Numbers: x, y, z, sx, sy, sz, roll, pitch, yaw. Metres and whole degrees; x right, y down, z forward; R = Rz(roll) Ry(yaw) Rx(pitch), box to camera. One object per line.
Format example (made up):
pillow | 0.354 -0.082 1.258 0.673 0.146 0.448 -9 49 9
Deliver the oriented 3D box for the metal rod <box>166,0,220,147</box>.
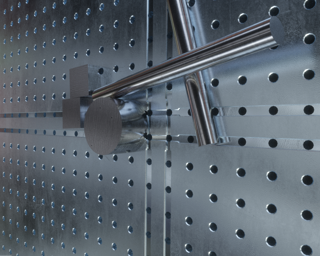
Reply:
metal rod | 0.028 -0.125 0.386 0.025 0.025 0.299 -19 78 38

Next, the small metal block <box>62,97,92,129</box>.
small metal block | -0.140 -0.024 0.525 0.050 0.025 0.050 -2 89 40

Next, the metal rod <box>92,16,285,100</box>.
metal rod | 0.003 -0.067 0.378 0.299 0.025 0.025 -10 84 48

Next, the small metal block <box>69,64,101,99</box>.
small metal block | -0.124 -0.075 0.512 0.050 0.025 0.050 -3 88 40

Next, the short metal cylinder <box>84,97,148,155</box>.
short metal cylinder | -0.064 -0.003 0.446 0.080 0.050 0.079 0 90 40
